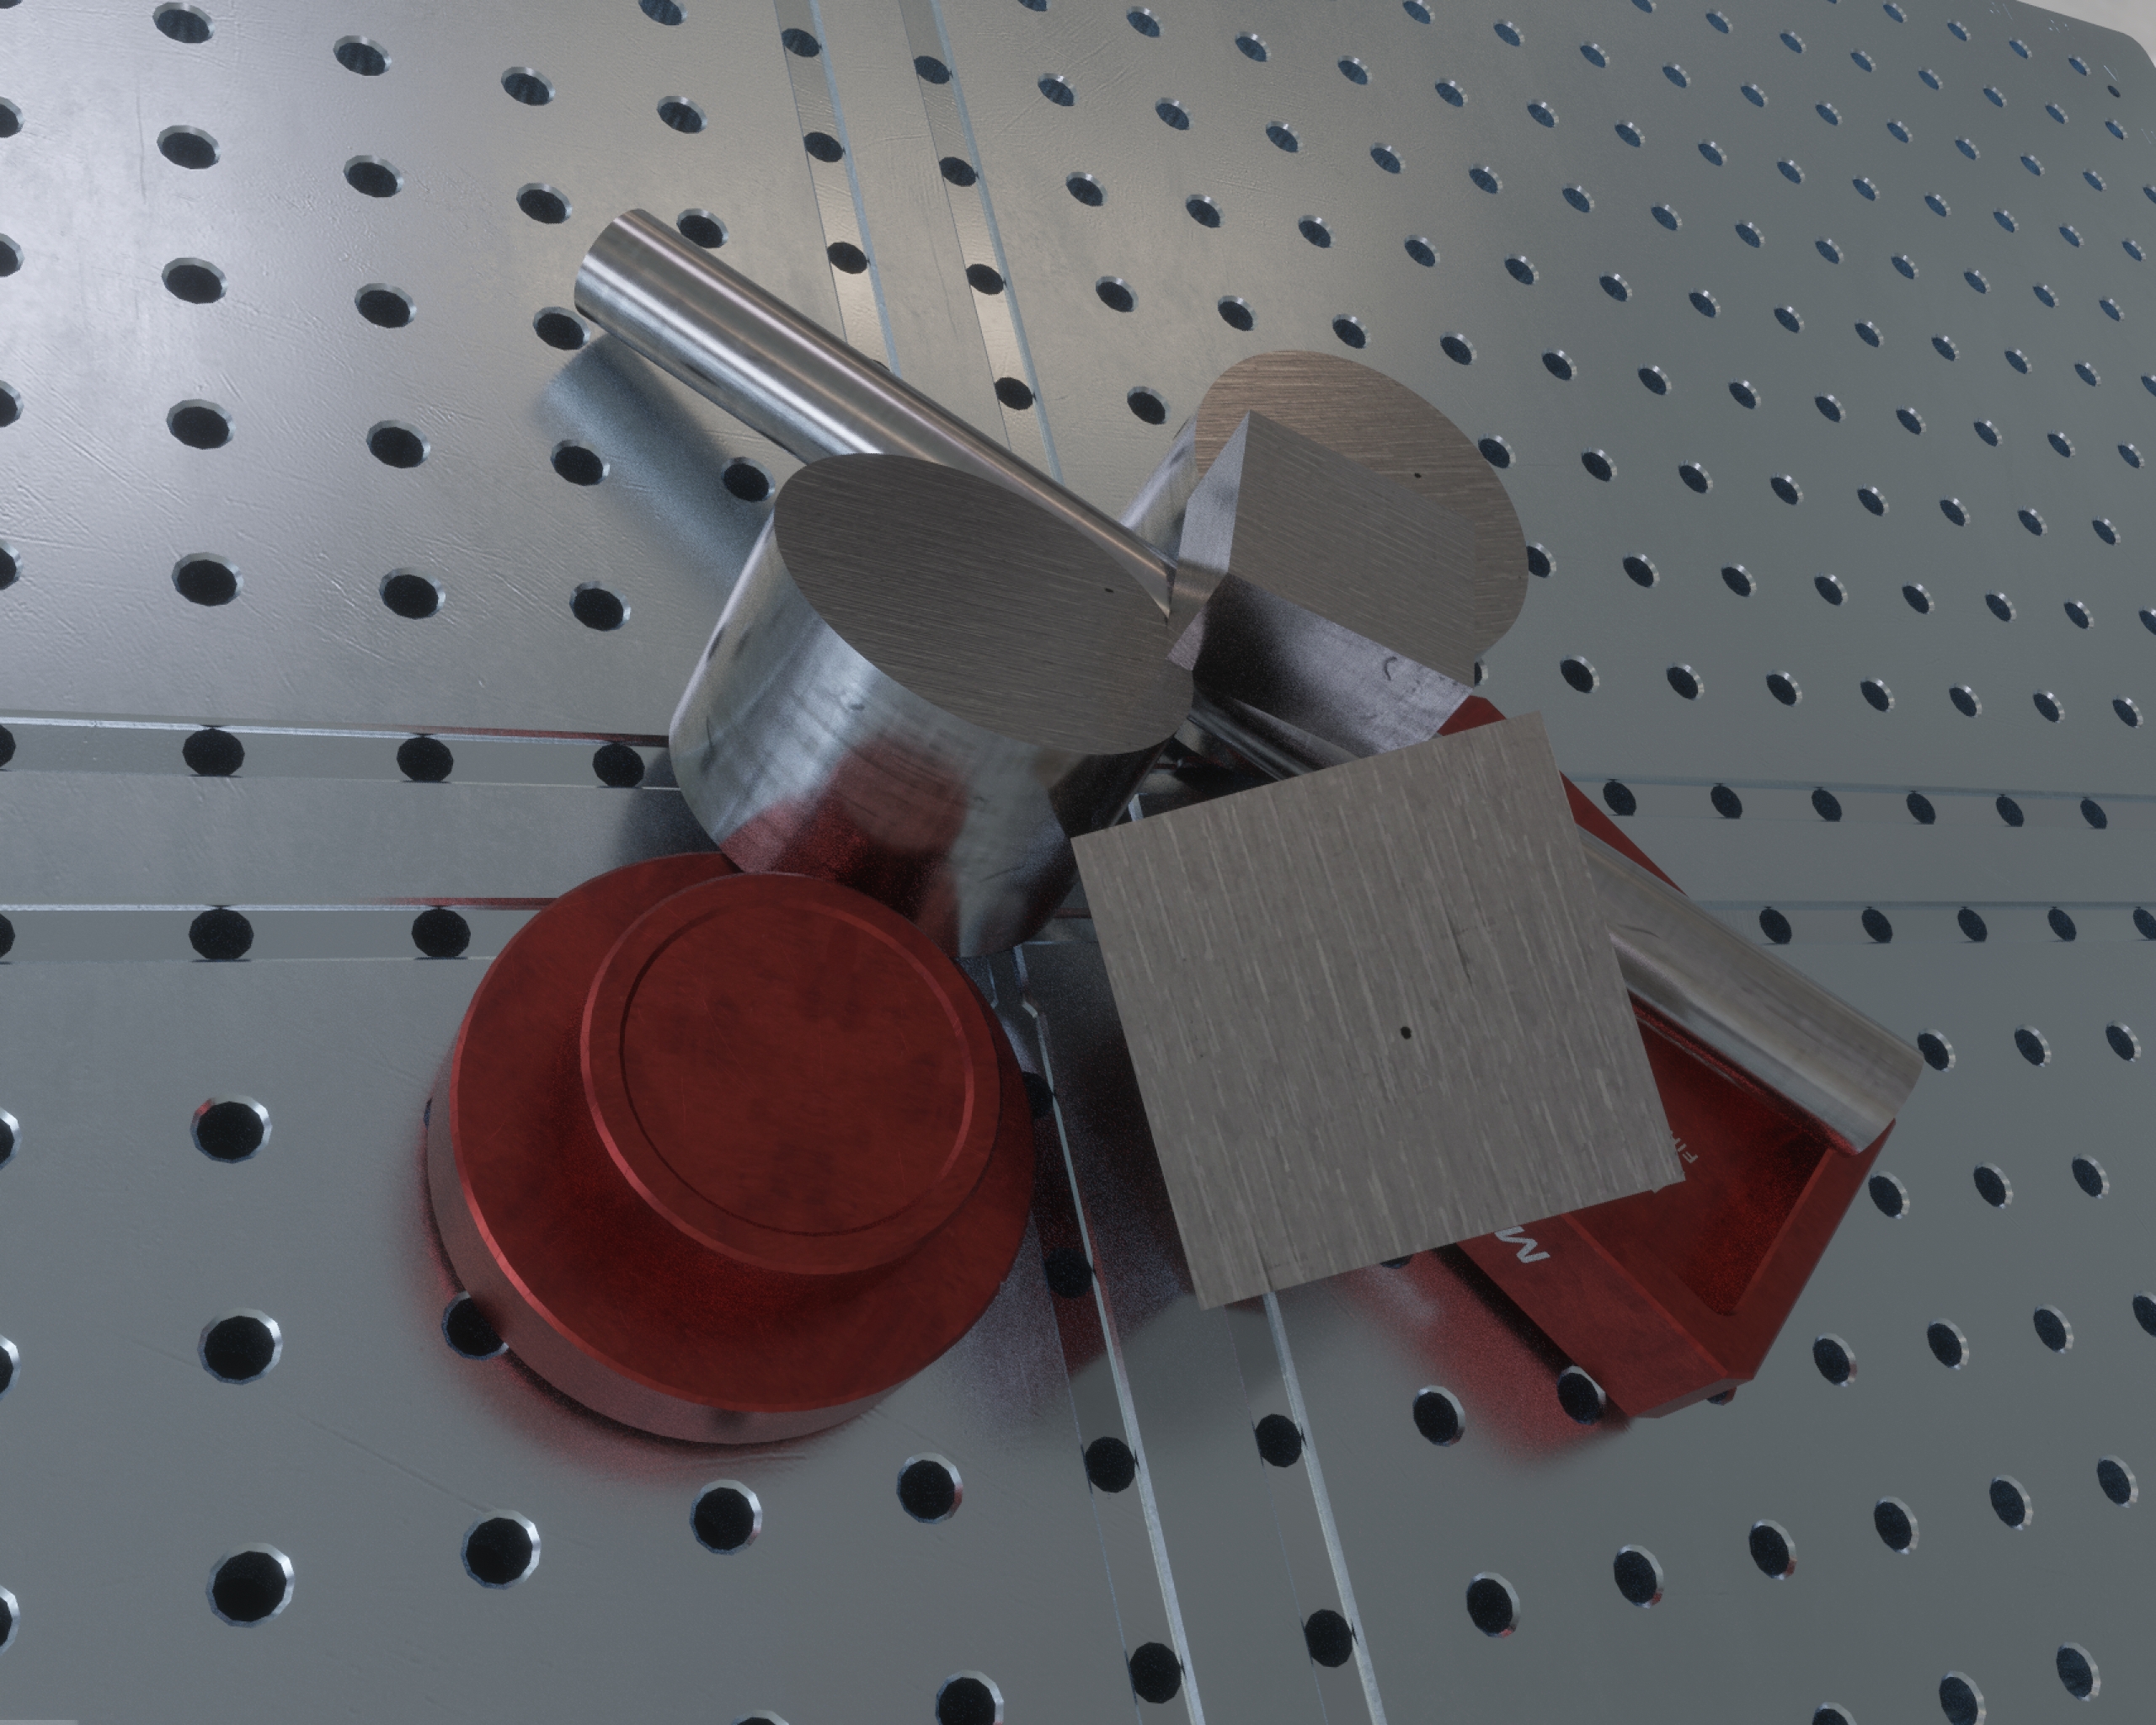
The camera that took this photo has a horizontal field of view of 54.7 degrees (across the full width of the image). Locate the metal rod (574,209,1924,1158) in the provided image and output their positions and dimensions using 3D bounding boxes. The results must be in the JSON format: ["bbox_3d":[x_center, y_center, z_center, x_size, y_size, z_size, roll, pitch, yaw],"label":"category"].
[{"bbox_3d":[0.029,-0.038,0.411,0.301,0.025,0.025,34,51,6],"label":"metal rod"}]

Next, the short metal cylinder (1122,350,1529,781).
[{"bbox_3d":[0.050,-0.064,0.454,0.081,0.050,0.080,14,56,-21],"label":"short metal cylinder"}]

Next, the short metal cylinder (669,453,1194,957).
[{"bbox_3d":[-0.027,-0.029,0.377,0.080,0.050,0.080,22,35,-16],"label":"short metal cylinder"}]

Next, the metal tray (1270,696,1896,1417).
[{"bbox_3d":[0.098,0.037,0.431,0.130,0.030,0.090,45,51,3],"label":"metal tray"}]

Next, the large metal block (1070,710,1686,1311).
[{"bbox_3d":[0.050,0.026,0.365,0.080,0.050,0.080,-15,83,1],"label":"large metal block"}]

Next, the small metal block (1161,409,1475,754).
[{"bbox_3d":[0.046,-0.051,0.392,0.050,0.025,0.050,23,45,-14],"label":"small metal block"}]

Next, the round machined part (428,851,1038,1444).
[{"bbox_3d":[-0.051,0.041,0.339,0.099,0.042,0.098,14,56,-21],"label":"round machined part"}]
